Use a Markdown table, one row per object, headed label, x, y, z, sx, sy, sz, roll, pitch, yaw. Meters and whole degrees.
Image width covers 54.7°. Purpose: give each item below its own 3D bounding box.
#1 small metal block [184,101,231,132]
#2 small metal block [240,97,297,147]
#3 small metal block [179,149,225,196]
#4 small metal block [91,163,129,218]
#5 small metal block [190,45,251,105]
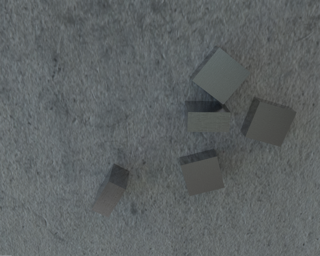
| label | x | y | z | sx | sy | sz | roll | pitch | yaw |
| --- | --- | --- | --- | --- | --- | --- | --- | --- | --- |
| small metal block | 0.058 | -0.016 | 0.392 | 0.050 | 0.050 | 0.025 | 0 | 110 | -1 |
| small metal block | 0.142 | -0.008 | 0.409 | 0.050 | 0.025 | 0.050 | 15 | 109 | -6 |
| small metal block | 0.059 | 0.062 | 0.434 | 0.050 | 0.025 | 0.050 | -15 | 110 | 5 |
| small metal block | -0.067 | 0.085 | 0.427 | 0.025 | 0.050 | 0.050 | 29 | 107 | -10 |
| small metal block | 0.074 | -0.066 | 0.386 | 0.050 | 0.025 | 0.050 | 36 | 106 | -13 |
